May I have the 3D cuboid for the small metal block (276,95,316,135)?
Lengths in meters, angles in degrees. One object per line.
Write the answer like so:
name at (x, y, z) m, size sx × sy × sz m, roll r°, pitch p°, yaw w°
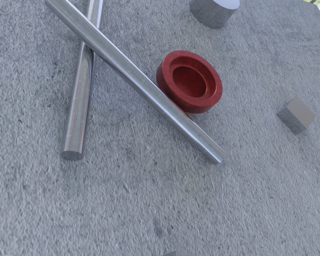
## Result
small metal block at (0.243, -0.023, 0.552) m, size 0.050 × 0.025 × 0.050 m, roll 49°, pitch 51°, yaw 6°

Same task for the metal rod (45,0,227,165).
metal rod at (-0.026, -0.060, 0.405) m, size 0.300 × 0.025 × 0.025 m, roll 43°, pitch 50°, yaw -7°

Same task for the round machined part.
round machined part at (0.039, -0.062, 0.454) m, size 0.099 × 0.042 × 0.098 m, roll 14°, pitch 56°, yaw -21°

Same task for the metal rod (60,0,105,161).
metal rod at (-0.096, -0.098, 0.412) m, size 0.025 × 0.025 × 0.299 m, roll 13°, pitch 56°, yaw -21°

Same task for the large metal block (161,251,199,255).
large metal block at (0.036, 0.174, 0.303) m, size 0.080 × 0.050 × 0.080 m, roll 20°, pitch 54°, yaw -17°

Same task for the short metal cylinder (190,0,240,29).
short metal cylinder at (0.104, -0.237, 0.591) m, size 0.081 × 0.050 × 0.080 m, roll 14°, pitch 56°, yaw -21°
